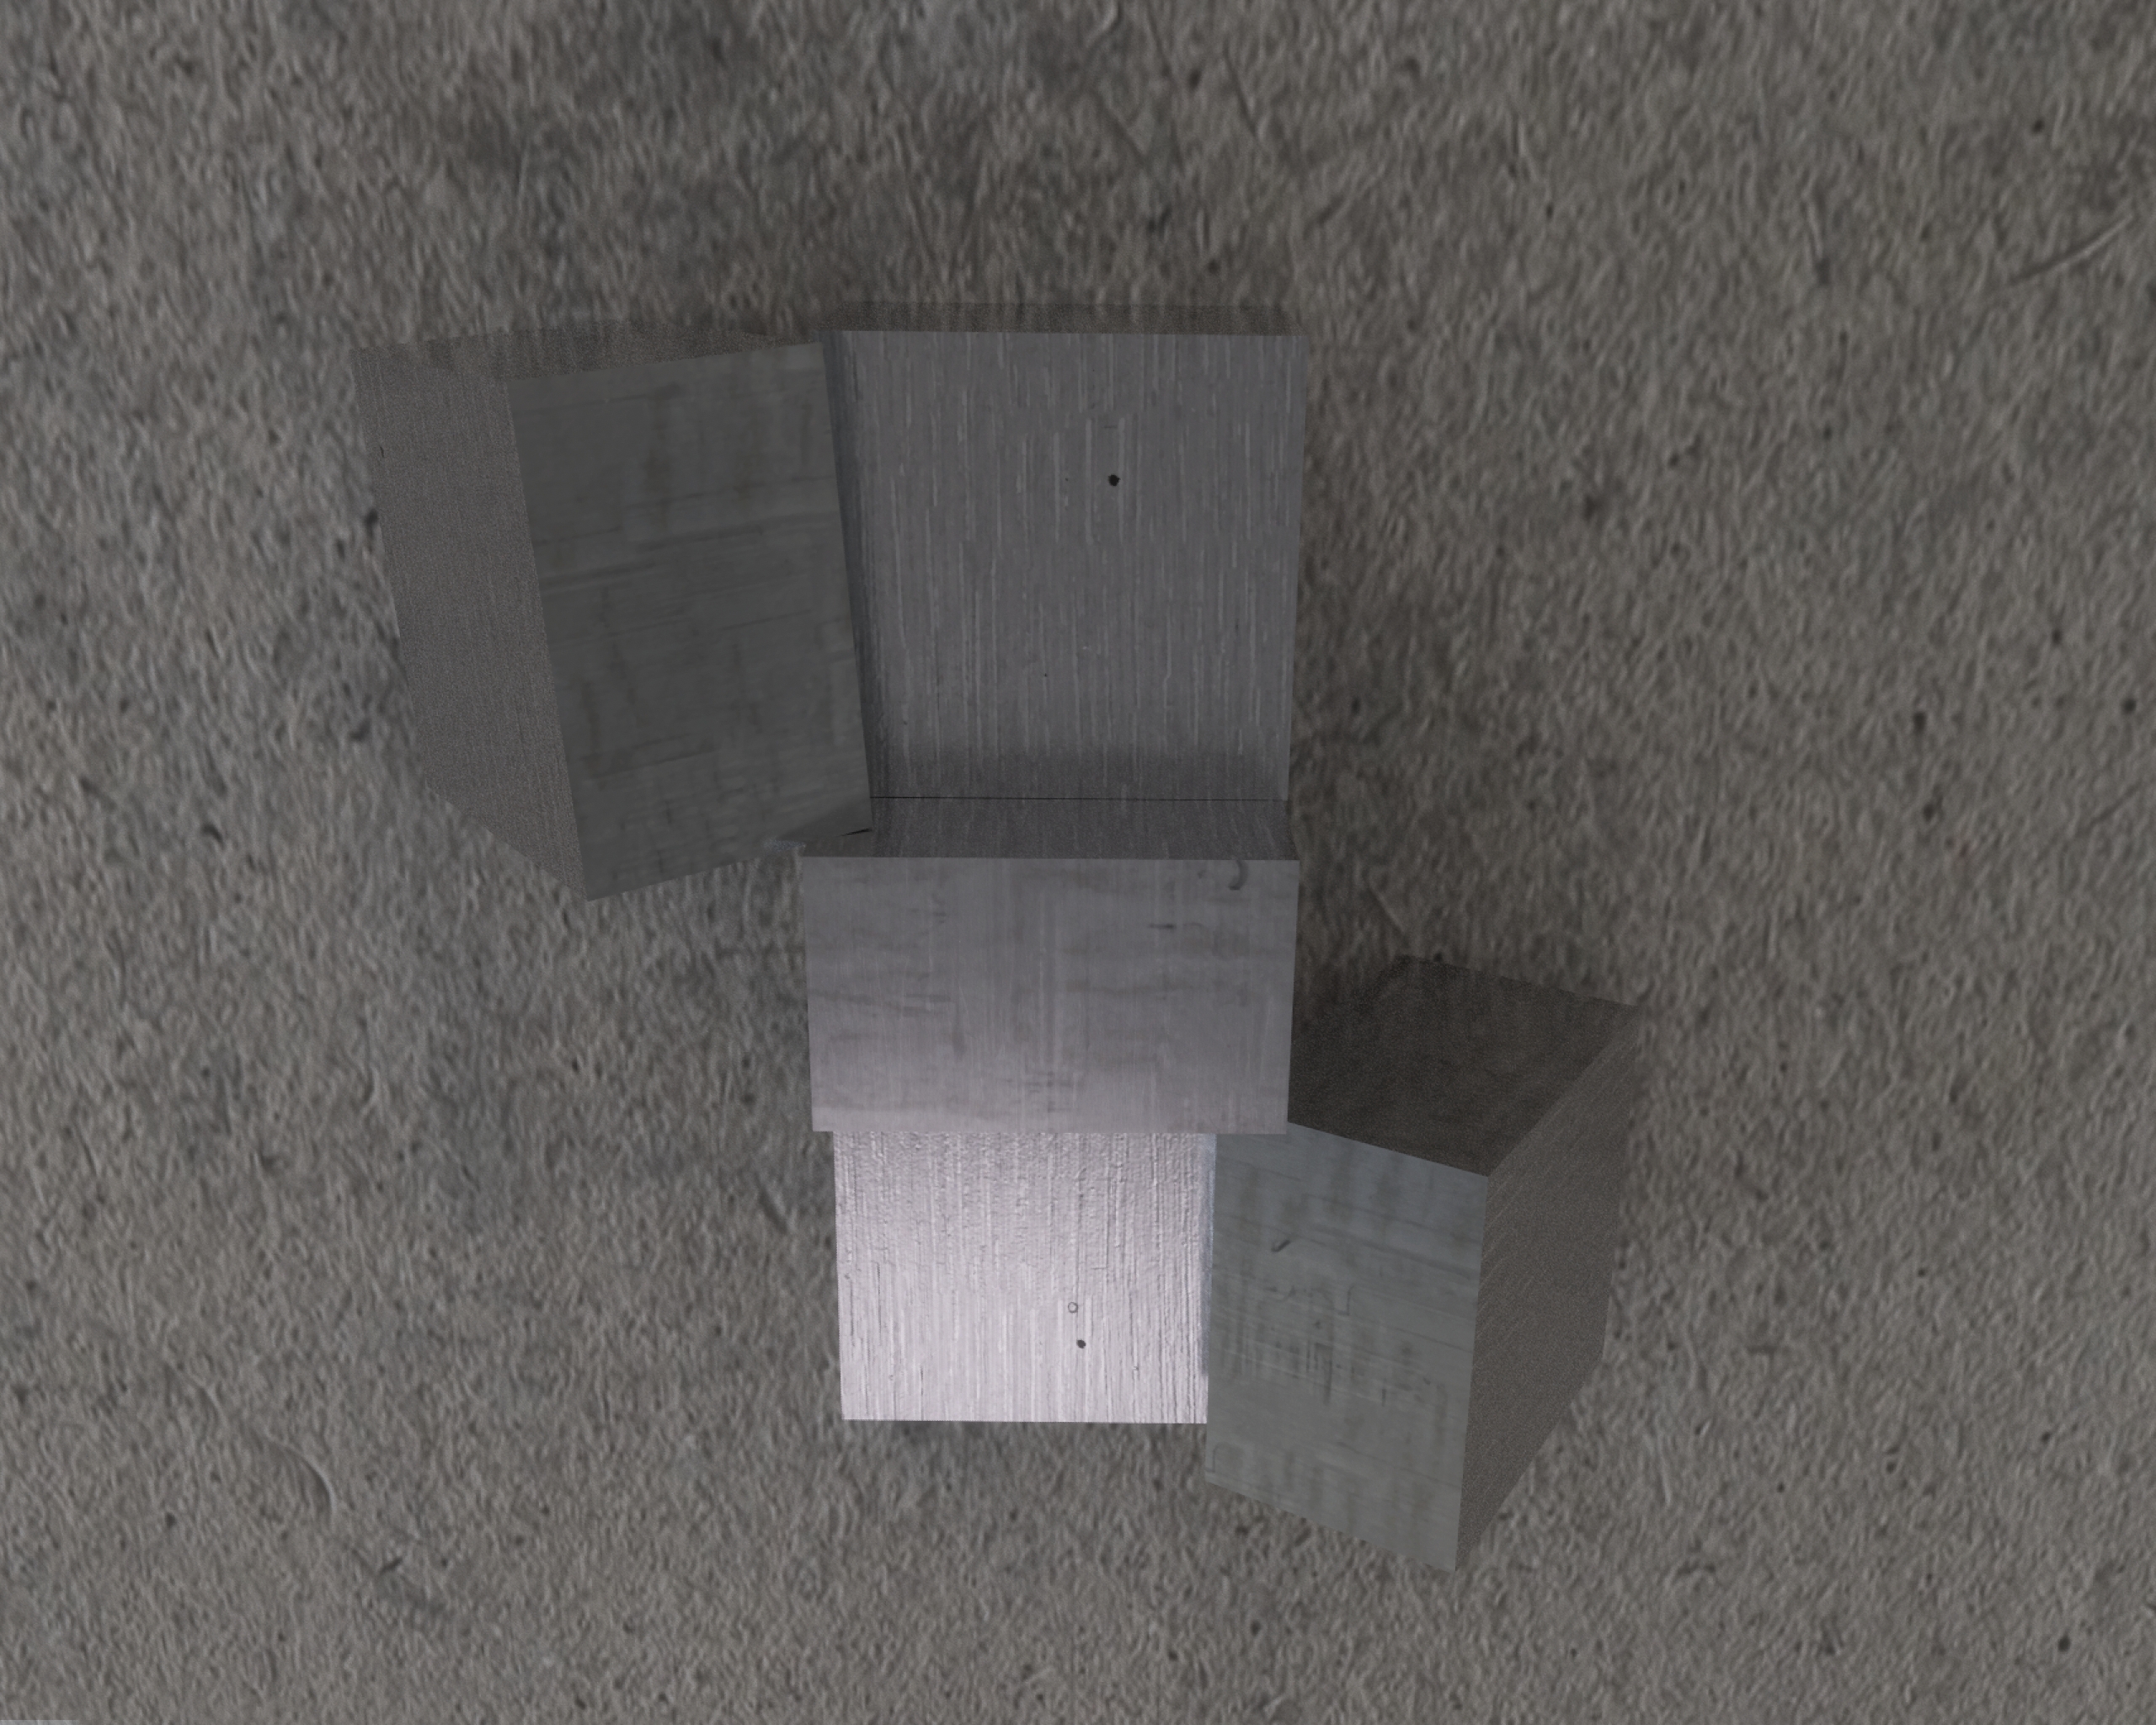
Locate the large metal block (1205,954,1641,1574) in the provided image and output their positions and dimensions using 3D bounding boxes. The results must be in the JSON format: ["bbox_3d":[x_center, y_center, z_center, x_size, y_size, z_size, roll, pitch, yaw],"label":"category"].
[{"bbox_3d":[0.067,0.072,0.400,0.050,0.080,0.079,12,113,29],"label":"large metal block"}]

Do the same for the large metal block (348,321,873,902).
[{"bbox_3d":[-0.080,-0.047,0.355,0.050,0.080,0.079,-16,113,-30],"label":"large metal block"}]

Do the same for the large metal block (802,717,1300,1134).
[{"bbox_3d":[-0.005,0.009,0.383,0.081,0.080,0.050,0,110,0],"label":"large metal block"}]

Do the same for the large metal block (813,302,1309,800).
[{"bbox_3d":[-0.003,-0.057,0.375,0.081,0.050,0.079,0,110,-1],"label":"large metal block"}]

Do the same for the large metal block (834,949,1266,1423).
[{"bbox_3d":[-0.005,0.064,0.420,0.081,0.050,0.079,1,110,-1],"label":"large metal block"}]
